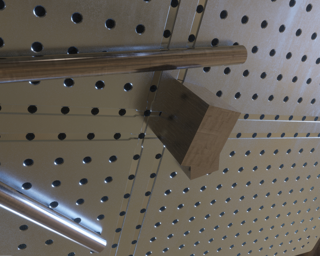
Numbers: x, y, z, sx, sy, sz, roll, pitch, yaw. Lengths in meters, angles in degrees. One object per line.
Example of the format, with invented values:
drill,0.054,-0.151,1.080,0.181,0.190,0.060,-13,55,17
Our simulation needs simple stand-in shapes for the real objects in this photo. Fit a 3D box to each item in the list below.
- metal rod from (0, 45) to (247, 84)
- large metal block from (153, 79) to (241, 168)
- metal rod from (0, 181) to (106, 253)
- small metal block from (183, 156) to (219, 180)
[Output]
metal rod,-0.029,-0.074,0.348,0.303,0.025,0.025,-9,123,-24
large metal block,0.043,-0.006,0.396,0.050,0.080,0.079,10,113,-33
metal rod,-0.170,0.092,0.375,0.025,0.025,0.300,-42,130,1
small metal block,0.063,0.046,0.474,0.050,0.025,0.050,-16,125,-19
